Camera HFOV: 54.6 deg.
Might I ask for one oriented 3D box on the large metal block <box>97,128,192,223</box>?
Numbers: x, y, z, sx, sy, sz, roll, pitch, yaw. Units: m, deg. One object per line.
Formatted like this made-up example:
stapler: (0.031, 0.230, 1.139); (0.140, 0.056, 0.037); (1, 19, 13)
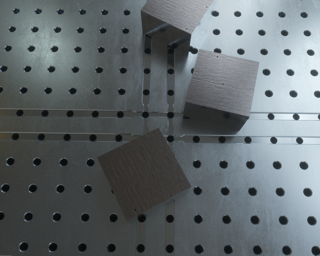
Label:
large metal block: (-0.019, 0.058, 0.377); (0.080, 0.050, 0.080); (-26, 72, -9)

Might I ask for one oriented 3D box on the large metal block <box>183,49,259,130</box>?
large metal block: (0.081, -0.051, 0.418); (0.080, 0.050, 0.080); (14, 71, 5)

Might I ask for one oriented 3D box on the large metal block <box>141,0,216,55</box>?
large metal block: (0.028, -0.169, 0.461); (0.080, 0.050, 0.080); (28, 72, 10)
